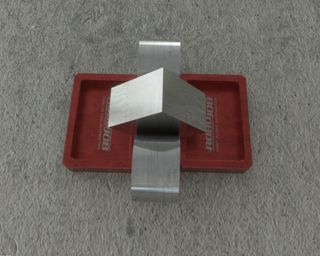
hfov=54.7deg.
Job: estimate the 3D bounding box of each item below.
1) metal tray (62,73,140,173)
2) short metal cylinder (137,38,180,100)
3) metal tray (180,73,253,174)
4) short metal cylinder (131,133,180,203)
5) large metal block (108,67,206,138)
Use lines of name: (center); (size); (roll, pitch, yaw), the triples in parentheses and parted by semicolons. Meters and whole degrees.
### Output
metal tray: (-0.072, -0.008, 0.409); (0.091, 0.030, 0.130); (2, 70, 0)
short metal cylinder: (-0.001, -0.076, 0.408); (0.050, 0.080, 0.080); (2, 70, 1)
metal tray: (0.069, -0.007, 0.410); (0.091, 0.030, 0.130); (2, 70, 0)
short metal cylinder: (-0.004, 0.047, 0.363); (0.050, 0.080, 0.080); (2, 70, 1)
large metal block: (-0.002, -0.021, 0.366); (0.080, 0.080, 0.050); (-14, 65, 38)
